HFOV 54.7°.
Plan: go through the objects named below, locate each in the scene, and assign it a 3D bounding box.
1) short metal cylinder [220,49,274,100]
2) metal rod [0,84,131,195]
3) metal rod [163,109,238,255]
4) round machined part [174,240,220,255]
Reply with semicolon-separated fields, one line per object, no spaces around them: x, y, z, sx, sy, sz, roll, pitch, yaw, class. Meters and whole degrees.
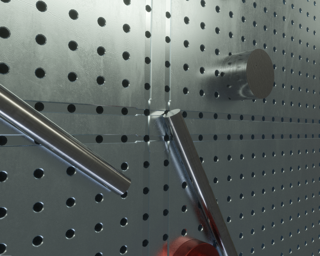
0.146;-0.087;0.514;0.081;0.050;0.080;0;90;-40;short metal cylinder
-0.138;-0.017;0.292;0.300;0.025;0.025;43;64;-32;metal rod
0.072;0.110;0.469;0.025;0.025;0.299;-36;112;-34;metal rod
0.058;0.217;0.447;0.099;0.042;0.097;0;90;-40;round machined part
